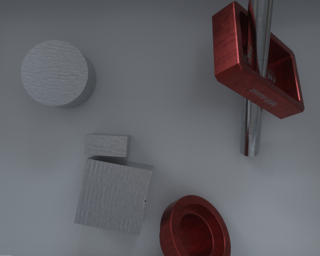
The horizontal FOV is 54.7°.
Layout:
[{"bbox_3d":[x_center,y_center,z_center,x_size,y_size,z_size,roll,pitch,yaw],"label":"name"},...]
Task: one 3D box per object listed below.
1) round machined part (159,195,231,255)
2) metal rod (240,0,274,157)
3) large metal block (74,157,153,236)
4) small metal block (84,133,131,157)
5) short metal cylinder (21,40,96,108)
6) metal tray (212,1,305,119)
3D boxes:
[{"bbox_3d":[0.039,0.137,0.386,0.098,0.099,0.042,50,129,0],"label":"round machined part"},{"bbox_3d":[0.108,-0.097,0.341,0.025,0.025,0.298,-6,120,0],"label":"metal rod"},{"bbox_3d":[-0.056,0.083,0.398,0.080,0.050,0.080,11,90,-1],"label":"large metal block"},{"bbox_3d":[-0.065,0.021,0.398,0.050,0.050,0.025,3,90,-1],"label":"small metal block"},{"bbox_3d":[-0.127,-0.066,0.397,0.081,0.050,0.079,0,90,-1],"label":"short metal cylinder"},{"bbox_3d":[0.115,-0.073,0.357,0.131,0.030,0.090,22,58,-36],"label":"metal tray"}]
